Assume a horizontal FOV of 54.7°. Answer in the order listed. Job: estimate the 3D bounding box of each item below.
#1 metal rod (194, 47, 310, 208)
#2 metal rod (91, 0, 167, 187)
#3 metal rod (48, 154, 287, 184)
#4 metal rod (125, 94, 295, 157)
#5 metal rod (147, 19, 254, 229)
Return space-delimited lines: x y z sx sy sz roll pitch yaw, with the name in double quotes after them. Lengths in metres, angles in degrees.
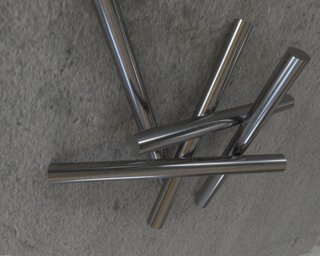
0.107 0.024 0.424 0.025 0.025 0.298 -7 140 -26 "metal rod"
-0.026 -0.034 0.372 0.025 0.025 0.298 -27 128 -12 "metal rod"
0.017 0.051 0.397 0.302 0.025 0.025 -2 121 -10 "metal rod"
0.088 -0.012 0.404 0.302 0.025 0.025 -14 126 -38 "metal rod"
0.048 0.004 0.416 0.025 0.025 0.298 14 104 -35 "metal rod"
